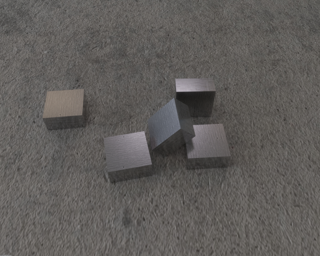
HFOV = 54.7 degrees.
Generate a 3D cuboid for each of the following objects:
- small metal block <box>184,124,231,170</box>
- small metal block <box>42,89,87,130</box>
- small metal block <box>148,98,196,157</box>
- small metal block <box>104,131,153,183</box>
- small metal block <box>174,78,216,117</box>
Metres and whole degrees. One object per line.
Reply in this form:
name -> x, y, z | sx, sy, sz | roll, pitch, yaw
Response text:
small metal block -> 0.056, 0.023, 0.384 | 0.050, 0.025, 0.050 | -3, 50, -3
small metal block -> -0.128, -0.026, 0.424 | 0.050, 0.025, 0.050 | -5, 50, -4
small metal block -> 0.013, -0.001, 0.385 | 0.025, 0.050, 0.050 | 27, 39, -35
small metal block -> -0.039, 0.035, 0.374 | 0.050, 0.025, 0.050 | -9, 51, -8
small metal block -> 0.046, -0.040, 0.421 | 0.050, 0.050, 0.025 | -1, 50, -1
